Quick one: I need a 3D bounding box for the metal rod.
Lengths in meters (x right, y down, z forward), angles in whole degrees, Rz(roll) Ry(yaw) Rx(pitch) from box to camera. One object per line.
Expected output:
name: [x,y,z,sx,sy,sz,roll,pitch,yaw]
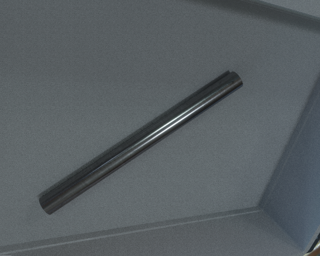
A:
metal rod: [-0.020,0.016,0.406,0.301,0.025,0.025,-34,129,-6]
